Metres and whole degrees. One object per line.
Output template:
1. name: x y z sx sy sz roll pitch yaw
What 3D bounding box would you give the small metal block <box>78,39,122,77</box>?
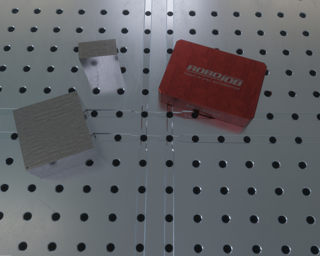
1. small metal block: -0.083 -0.097 0.433 0.050 0.050 0.025 -7 70 -3

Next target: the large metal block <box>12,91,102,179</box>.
1. large metal block: -0.129 0.009 0.394 0.080 0.050 0.080 -19 71 -7

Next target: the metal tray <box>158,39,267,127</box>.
1. metal tray: 0.073 -0.064 0.433 0.131 0.030 0.090 18 71 6
